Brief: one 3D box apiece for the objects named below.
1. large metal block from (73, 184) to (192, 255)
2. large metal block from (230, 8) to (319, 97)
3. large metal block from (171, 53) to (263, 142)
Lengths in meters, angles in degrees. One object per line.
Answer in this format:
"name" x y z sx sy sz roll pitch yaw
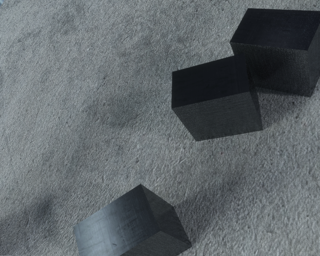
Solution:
"large metal block" -0.025 0.111 0.314 0.080 0.080 0.050 -34 52 6
"large metal block" 0.135 -0.085 0.350 0.080 0.080 0.050 18 72 35
"large metal block" 0.066 -0.030 0.352 0.080 0.080 0.050 -11 57 22
